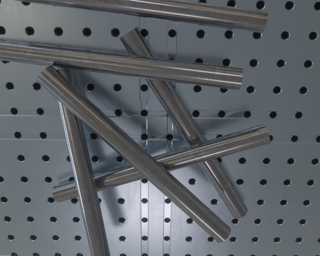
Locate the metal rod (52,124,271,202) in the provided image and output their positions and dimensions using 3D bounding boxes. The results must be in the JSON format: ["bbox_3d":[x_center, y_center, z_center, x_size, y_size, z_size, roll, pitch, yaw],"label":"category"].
[{"bbox_3d":[-0.008,0.051,0.412,0.301,0.025,0.025,-18,109,14],"label":"metal rod"}]

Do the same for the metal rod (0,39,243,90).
[{"bbox_3d":[-0.058,-0.076,0.363,0.301,0.025,0.025,8,110,5],"label":"metal rod"}]

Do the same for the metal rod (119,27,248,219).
[{"bbox_3d":[0.040,0.006,0.415,0.025,0.025,0.299,-30,108,10],"label":"metal rod"}]

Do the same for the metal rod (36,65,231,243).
[{"bbox_3d":[-0.026,0.038,0.382,0.300,0.025,0.025,43,105,-8],"label":"metal rod"}]

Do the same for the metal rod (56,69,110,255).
[{"bbox_3d":[-0.098,0.073,0.407,0.025,0.025,0.298,-9,98,3],"label":"metal rod"}]

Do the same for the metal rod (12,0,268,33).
[{"bbox_3d":[-0.027,-0.143,0.360,0.302,0.025,0.025,7,110,-3],"label":"metal rod"}]
